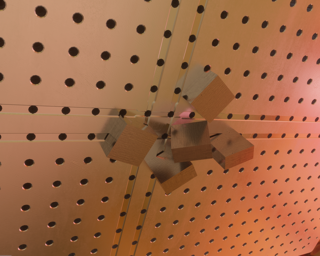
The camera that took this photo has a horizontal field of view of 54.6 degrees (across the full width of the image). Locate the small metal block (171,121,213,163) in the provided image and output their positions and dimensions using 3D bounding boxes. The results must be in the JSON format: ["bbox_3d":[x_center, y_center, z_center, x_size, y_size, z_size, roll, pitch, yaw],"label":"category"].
[{"bbox_3d":[0.042,0.018,0.417,0.050,0.050,0.025,-8,127,8],"label":"small metal block"}]

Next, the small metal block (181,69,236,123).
[{"bbox_3d":[0.066,-0.043,0.420,0.050,0.025,0.050,-47,129,4],"label":"small metal block"}]

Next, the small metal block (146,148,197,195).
[{"bbox_3d":[0.016,0.058,0.439,0.050,0.050,0.025,-31,129,-9],"label":"small metal block"}]

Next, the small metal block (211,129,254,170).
[{"bbox_3d":[0.106,0.032,0.472,0.050,0.050,0.025,-19,126,-17],"label":"small metal block"}]

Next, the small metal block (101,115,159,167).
[{"bbox_3d":[-0.039,0.017,0.400,0.050,0.025,0.050,23,106,-37],"label":"small metal block"}]
